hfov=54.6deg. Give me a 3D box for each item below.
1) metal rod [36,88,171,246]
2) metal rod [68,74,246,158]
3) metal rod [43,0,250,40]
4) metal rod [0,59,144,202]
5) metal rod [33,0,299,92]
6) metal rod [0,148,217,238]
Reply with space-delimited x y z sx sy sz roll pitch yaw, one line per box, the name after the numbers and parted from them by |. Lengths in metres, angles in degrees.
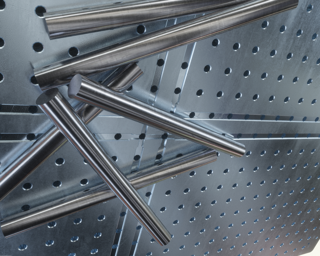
-0.051 0.071 0.392 0.025 0.025 0.299 -34 129 -6 | metal rod
0.022 -0.002 0.401 0.302 0.025 0.025 20 108 -42 | metal rod
0.030 -0.136 0.342 0.302 0.025 0.025 -17 125 -19 | metal rod
-0.138 0.029 0.353 0.300 0.025 0.025 -42 129 0 | metal rod
0.016 -0.100 0.340 0.302 0.025 0.025 -21 127 -10 | metal rod
-0.056 0.082 0.430 0.302 0.025 0.025 -17 125 -19 | metal rod
